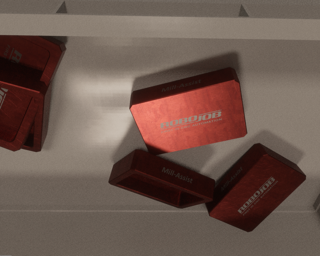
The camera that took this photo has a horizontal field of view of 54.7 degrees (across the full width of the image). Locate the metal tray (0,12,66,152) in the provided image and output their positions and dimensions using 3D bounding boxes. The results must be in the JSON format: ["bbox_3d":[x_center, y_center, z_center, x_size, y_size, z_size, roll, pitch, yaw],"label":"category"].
[{"bbox_3d":[-0.169,-0.049,0.329,0.090,0.030,0.129,25,105,-16],"label":"metal tray"}]

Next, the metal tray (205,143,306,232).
[{"bbox_3d":[0.142,0.094,0.470,0.090,0.030,0.129,28,112,-22],"label":"metal tray"}]

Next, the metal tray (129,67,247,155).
[{"bbox_3d":[0.038,-0.017,0.392,0.131,0.030,0.090,-13,129,10],"label":"metal tray"}]

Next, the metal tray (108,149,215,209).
[{"bbox_3d":[0.002,0.079,0.451,0.131,0.030,0.090,24,149,-20],"label":"metal tray"}]

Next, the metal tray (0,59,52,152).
[{"bbox_3d":[-0.179,-0.024,0.362,0.091,0.030,0.129,15,143,-13],"label":"metal tray"}]
